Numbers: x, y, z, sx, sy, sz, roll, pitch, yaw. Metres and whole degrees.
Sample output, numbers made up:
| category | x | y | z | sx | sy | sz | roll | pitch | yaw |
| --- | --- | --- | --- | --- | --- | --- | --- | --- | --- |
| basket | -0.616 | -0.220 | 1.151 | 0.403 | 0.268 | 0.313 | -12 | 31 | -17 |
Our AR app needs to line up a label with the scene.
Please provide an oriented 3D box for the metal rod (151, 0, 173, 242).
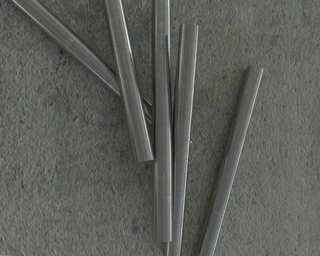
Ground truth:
| category | x | y | z | sx | sy | sz | roll | pitch | yaw |
| --- | --- | --- | --- | --- | --- | --- | --- | --- | --- |
| metal rod | 0.002 | -0.016 | 0.382 | 0.025 | 0.025 | 0.298 | 2 | 83 | -20 |

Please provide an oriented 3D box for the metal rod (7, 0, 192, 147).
| category | x | y | z | sx | sy | sz | roll | pitch | yaw |
| --- | --- | --- | --- | --- | --- | --- | --- | --- | --- |
| metal rod | -0.073 | -0.072 | 0.381 | 0.300 | 0.025 | 0.025 | 42 | 77 | -15 |

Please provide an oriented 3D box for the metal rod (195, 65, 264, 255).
| category | x | y | z | sx | sy | sz | roll | pitch | yaw |
| --- | --- | --- | --- | --- | --- | --- | --- | --- | --- |
| metal rod | 0.099 | 0.054 | 0.445 | 0.025 | 0.025 | 0.299 | 19 | 84 | -19 |

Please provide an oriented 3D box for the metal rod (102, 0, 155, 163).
| category | x | y | z | sx | sy | sz | roll | pitch | yaw |
| --- | --- | --- | --- | --- | --- | --- | --- | --- | --- |
| metal rod | -0.048 | -0.107 | 0.371 | 0.025 | 0.025 | 0.298 | -10 | 86 | -20 |

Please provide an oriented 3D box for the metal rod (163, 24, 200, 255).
| category | x | y | z | sx | sy | sz | roll | pitch | yaw |
| --- | --- | --- | --- | --- | --- | --- | --- | --- | --- |
| metal rod | 0.026 | 0.025 | 0.392 | 0.025 | 0.025 | 0.298 | 0 | 100 | -20 |
